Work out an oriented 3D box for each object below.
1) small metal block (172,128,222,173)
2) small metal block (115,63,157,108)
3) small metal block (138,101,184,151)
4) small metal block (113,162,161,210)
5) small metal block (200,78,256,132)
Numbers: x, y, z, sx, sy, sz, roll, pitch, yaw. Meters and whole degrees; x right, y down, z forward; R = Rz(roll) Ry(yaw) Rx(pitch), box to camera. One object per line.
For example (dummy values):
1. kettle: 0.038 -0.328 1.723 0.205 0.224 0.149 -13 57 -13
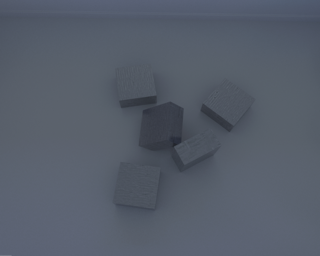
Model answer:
1. small metal block: 0.044 0.029 0.386 0.050 0.050 0.025 -27 75 -10
2. small metal block: -0.033 -0.059 0.431 0.050 0.025 0.050 -8 70 -4
3. small metal block: 0.001 -0.001 0.395 0.025 0.050 0.050 24 63 -40
4. small metal block: -0.027 0.072 0.383 0.050 0.025 0.050 8 70 2
5. small metal block: 0.092 -0.031 0.422 0.050 0.025 0.050 38 74 12
